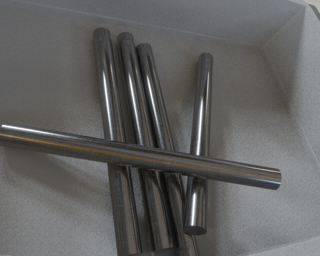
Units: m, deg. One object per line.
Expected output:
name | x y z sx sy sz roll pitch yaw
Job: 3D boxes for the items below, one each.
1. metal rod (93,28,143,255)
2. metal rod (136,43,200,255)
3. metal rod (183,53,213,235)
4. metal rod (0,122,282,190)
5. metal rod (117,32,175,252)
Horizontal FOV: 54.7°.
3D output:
metal rod | -0.057 -0.003 0.377 0.025 0.025 0.299 3 60 -27
metal rod | 0.004 0.012 0.401 0.025 0.025 0.299 2 61 -28
metal rod | 0.057 -0.004 0.423 0.025 0.025 0.300 23 48 -15
metal rod | -0.013 0.033 0.338 0.302 0.025 0.025 10 56 -8
metal rod | -0.024 -0.002 0.394 0.025 0.025 0.299 3 60 -27
